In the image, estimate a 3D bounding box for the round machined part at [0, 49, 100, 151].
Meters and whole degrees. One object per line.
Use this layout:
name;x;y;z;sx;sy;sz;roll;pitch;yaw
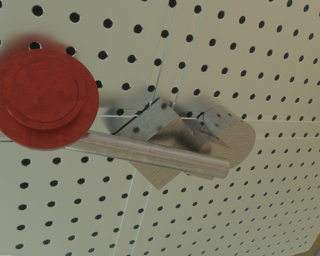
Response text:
round machined part;-0.107;-0.029;0.290;0.099;0.042;0.097;3;79;-17

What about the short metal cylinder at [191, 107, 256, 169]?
short metal cylinder;0.092;0.015;0.457;0.081;0.050;0.079;-14;125;-21

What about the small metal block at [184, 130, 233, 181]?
small metal block;0.057;0.036;0.399;0.050;0.025;0.050;20;108;-36

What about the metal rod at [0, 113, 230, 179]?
metal rod;-0.065;0.017;0.331;0.302;0.025;0.025;13;113;-16

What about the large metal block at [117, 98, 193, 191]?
large metal block;-0.001;0.022;0.407;0.080;0.050;0.080;-40;130;-2
